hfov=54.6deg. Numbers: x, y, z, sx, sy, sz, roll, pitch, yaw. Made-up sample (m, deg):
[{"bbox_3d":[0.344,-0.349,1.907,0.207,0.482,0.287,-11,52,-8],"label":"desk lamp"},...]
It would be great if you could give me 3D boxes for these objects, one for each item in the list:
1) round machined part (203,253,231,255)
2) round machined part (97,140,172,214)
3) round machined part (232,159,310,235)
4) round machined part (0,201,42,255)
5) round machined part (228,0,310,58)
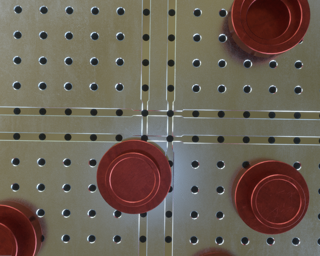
[{"bbox_3d":[0.078,0.220,0.406,0.099,0.042,0.097,0,90,0],"label":"round machined part"},{"bbox_3d":[-0.034,0.064,0.405,0.099,0.042,0.097,0,90,0],"label":"round machined part"},{"bbox_3d":[0.147,0.092,0.406,0.099,0.042,0.097,0,90,0],"label":"round machined part"},{"bbox_3d":[-0.211,0.149,0.404,0.099,0.042,0.097,0,90,0],"label":"round machined part"},{"bbox_3d":[0.138,-0.141,0.406,0.099,0.042,0.097,0,90,0],"label":"round machined part"}]
